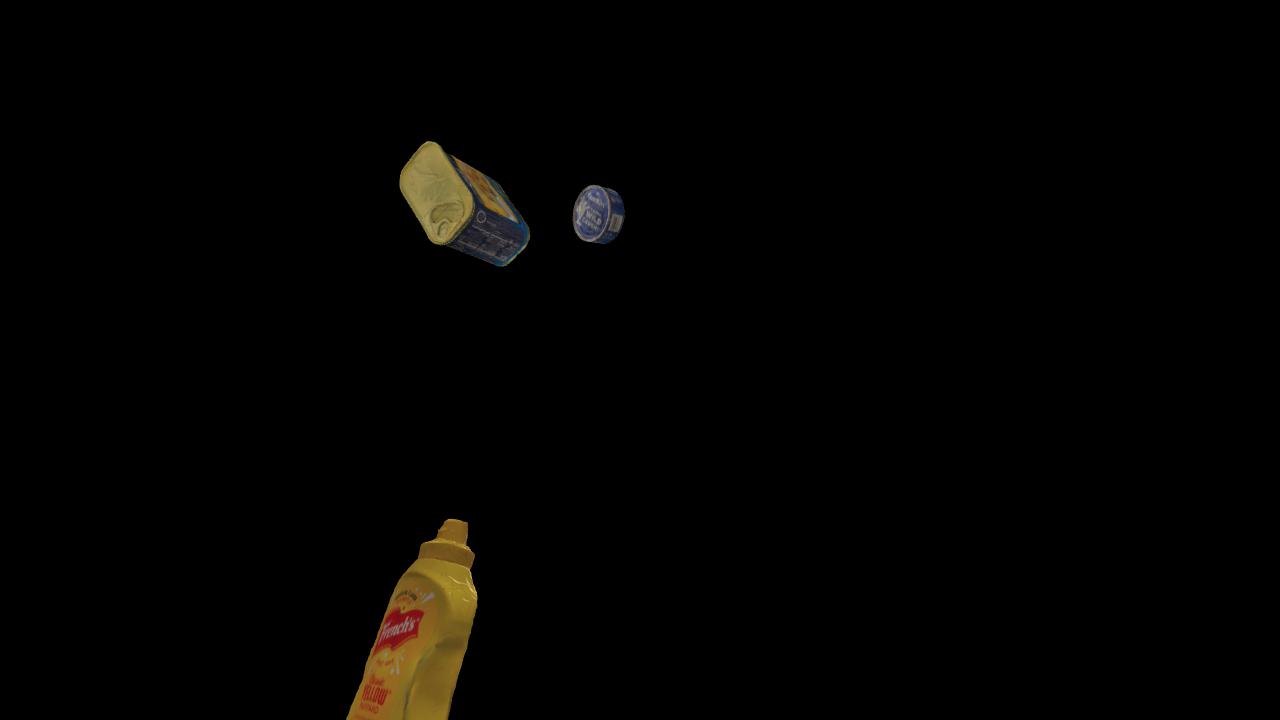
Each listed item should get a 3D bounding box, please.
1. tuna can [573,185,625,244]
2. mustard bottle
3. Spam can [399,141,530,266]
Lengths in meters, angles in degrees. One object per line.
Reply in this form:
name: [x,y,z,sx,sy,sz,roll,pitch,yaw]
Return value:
tuna can: [-0.062,-0.218,0.924,0.034,0.084,0.084,-1,1,-45]
mustard bottle: [-0.161,0.208,0.452,0.054,0.184,0.092,32,-37,-32]
Spam can: [-0.162,-0.143,0.579,0.058,0.101,0.085,-42,-24,17]
